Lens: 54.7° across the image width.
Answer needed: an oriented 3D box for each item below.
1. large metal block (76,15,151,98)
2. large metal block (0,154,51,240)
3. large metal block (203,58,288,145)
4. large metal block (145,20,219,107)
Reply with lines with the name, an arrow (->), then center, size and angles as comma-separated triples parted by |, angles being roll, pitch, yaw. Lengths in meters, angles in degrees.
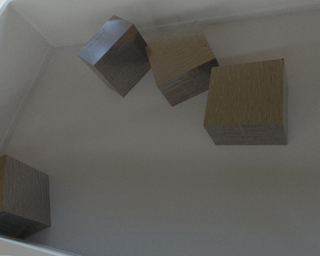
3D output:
large metal block -> -0.062, -0.106, 0.467 | 0.080, 0.080, 0.050 | -49, 52, -6
large metal block -> -0.195, 0.094, 0.413 | 0.050, 0.080, 0.080 | -27, 53, 11
large metal block -> 0.100, -0.027, 0.353 | 0.080, 0.050, 0.080 | -2, 61, 27
large metal block -> 0.033, -0.088, 0.425 | 0.080, 0.050, 0.080 | -25, 53, 12
